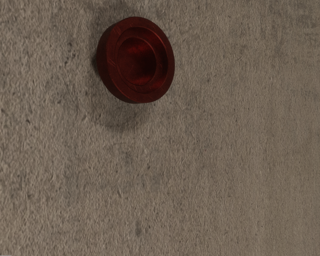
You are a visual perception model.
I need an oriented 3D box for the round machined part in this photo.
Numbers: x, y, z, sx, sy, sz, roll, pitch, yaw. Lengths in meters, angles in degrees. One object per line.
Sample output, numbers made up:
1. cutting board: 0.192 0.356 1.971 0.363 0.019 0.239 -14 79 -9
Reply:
1. round machined part: -0.032 -0.077 0.368 0.099 0.042 0.097 0 90 -40
